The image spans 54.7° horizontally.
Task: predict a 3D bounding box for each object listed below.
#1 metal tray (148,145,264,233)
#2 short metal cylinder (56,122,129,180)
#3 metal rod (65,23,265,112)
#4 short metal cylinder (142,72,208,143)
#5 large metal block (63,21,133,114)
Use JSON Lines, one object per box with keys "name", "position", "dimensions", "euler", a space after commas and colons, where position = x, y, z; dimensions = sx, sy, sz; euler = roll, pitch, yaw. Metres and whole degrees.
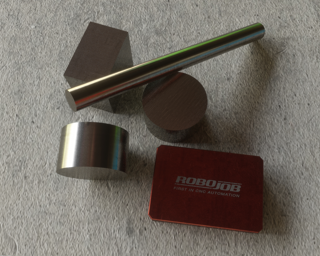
{"name": "metal tray", "position": [0.056, 0.074, 0.379], "dimensions": [0.131, 0.030, 0.090], "euler": [7, 70, 2]}
{"name": "short metal cylinder", "position": [-0.078, 0.030, 0.367], "dimensions": [0.081, 0.080, 0.050], "euler": [1, 70, 0]}
{"name": "metal rod", "position": [0.027, -0.087, 0.392], "dimensions": [0.302, 0.025, 0.025], "euler": [-26, 71, -28]}
{"name": "short metal cylinder", "position": [0.018, -0.026, 0.404], "dimensions": [0.081, 0.050, 0.080], "euler": [0, 70, 0]}
{"name": "large metal block", "position": [-0.075, -0.076, 0.406], "dimensions": [0.050, 0.080, 0.080], "euler": [17, 71, 6]}
